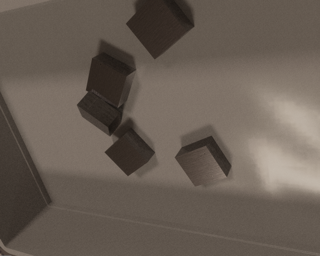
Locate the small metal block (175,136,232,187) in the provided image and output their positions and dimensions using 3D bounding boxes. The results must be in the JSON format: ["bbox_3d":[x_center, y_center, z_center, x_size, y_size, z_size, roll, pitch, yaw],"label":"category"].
[{"bbox_3d":[0.057,0.044,0.405,0.050,0.025,0.050,-26,105,36],"label":"small metal block"}]

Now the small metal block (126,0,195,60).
[{"bbox_3d":[0.000,-0.112,0.338,0.050,0.025,0.050,-33,100,38],"label":"small metal block"}]

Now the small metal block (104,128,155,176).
[{"bbox_3d":[-0.044,0.036,0.452,0.050,0.025,0.050,47,129,-5],"label":"small metal block"}]

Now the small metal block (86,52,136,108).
[{"bbox_3d":[-0.064,-0.062,0.403,0.050,0.025,0.050,29,128,9],"label":"small metal block"}]

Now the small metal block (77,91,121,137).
[{"bbox_3d":[-0.082,-0.018,0.423,0.050,0.025,0.050,35,164,4],"label":"small metal block"}]
